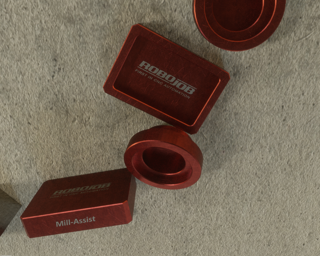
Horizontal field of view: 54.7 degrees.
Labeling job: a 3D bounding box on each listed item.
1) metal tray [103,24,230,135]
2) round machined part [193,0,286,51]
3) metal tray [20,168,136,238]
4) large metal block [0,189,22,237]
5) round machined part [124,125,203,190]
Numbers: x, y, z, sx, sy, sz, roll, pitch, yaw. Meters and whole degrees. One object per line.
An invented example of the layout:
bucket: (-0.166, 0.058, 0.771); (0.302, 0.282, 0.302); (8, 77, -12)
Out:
metal tray: (0.008, -0.059, 0.385); (0.131, 0.030, 0.089); (26, 108, -10)
round machined part: (0.086, -0.139, 0.351); (0.099, 0.042, 0.097); (0, 110, -1)
metal tray: (-0.100, 0.095, 0.408); (0.131, 0.090, 0.030); (-9, 110, 3)
large metal block: (-0.253, 0.138, 0.428); (0.080, 0.080, 0.050); (-40, 106, 13)
round machined part: (0.007, 0.034, 0.399); (0.098, 0.042, 0.097); (9, 137, 9)
